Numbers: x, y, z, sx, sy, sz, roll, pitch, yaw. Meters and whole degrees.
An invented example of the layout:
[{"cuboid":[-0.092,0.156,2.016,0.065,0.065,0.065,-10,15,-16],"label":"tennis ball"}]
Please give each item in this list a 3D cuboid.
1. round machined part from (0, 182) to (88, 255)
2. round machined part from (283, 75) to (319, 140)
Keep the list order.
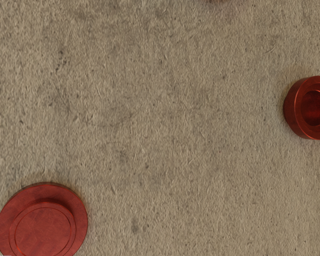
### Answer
[{"cuboid":[-0.132,0.113,0.352,0.099,0.042,0.097,0,90,-20],"label":"round machined part"},{"cuboid":[0.235,-0.031,0.486,0.099,0.042,0.097,0,90,-20],"label":"round machined part"}]
